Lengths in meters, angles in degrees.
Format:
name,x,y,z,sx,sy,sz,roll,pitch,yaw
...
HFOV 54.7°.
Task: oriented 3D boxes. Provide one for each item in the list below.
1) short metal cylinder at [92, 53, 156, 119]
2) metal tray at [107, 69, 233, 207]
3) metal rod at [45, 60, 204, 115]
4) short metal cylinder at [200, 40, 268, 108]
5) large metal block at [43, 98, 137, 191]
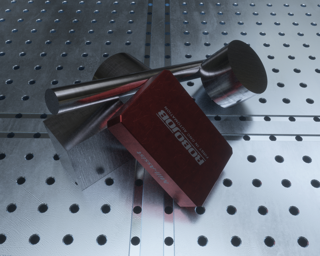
name,x,y,z,sx,sy,sz,roll,pitch,yaw
short metal cylinder,-0.044,-0.053,0.416,0.080,0.080,0.050,-36,59,-27
metal tray,0.017,0.012,0.343,0.130,0.030,0.090,49,55,-15
metal rod,0.001,-0.064,0.392,0.025,0.025,0.302,39,39,27
short metal cylinder,0.102,-0.073,0.429,0.081,0.050,0.080,17,60,-33
large metal block,-0.076,0.014,0.359,0.081,0.080,0.050,-33,58,-25
